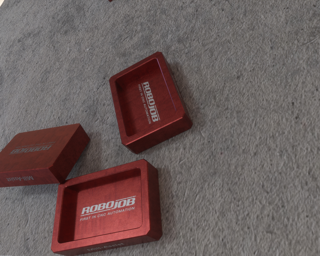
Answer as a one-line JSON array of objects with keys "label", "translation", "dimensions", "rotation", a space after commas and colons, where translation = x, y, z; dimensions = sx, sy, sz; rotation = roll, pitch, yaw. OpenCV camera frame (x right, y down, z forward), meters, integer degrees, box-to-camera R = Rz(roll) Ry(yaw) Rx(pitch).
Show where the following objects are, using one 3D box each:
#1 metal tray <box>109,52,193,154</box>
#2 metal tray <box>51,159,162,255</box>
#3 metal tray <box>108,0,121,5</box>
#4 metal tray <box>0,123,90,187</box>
[{"label": "metal tray", "translation": [-0.017, -0.038, 0.433], "dimensions": [0.090, 0.030, 0.130], "rotation": [-26, 53, 12]}, {"label": "metal tray", "translation": [-0.065, 0.097, 0.375], "dimensions": [0.130, 0.030, 0.090], "rotation": [-17, 55, 18]}, {"label": "metal tray", "translation": [-0.074, -0.323, 0.615], "dimensions": [0.130, 0.090, 0.030], "rotation": [-40, 48, 1]}, {"label": "metal tray", "translation": [-0.177, 0.040, 0.449], "dimensions": [0.130, 0.030, 0.090], "rotation": [-8, 37, 24]}]
